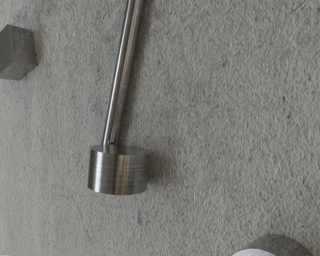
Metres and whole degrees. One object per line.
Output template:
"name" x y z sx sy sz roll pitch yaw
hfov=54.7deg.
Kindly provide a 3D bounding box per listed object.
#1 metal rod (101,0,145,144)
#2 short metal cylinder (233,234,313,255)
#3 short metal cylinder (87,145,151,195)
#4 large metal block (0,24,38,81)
"metal rod" -0.054 -0.079 0.449 0.025 0.025 0.298 20 102 38
"short metal cylinder" 0.109 0.150 0.299 0.080 0.050 0.080 0 90 40
"short metal cylinder" -0.055 0.053 0.414 0.080 0.081 0.050 9 96 39
"large metal block" -0.301 -0.152 0.637 0.080 0.050 0.080 -22 76 38
